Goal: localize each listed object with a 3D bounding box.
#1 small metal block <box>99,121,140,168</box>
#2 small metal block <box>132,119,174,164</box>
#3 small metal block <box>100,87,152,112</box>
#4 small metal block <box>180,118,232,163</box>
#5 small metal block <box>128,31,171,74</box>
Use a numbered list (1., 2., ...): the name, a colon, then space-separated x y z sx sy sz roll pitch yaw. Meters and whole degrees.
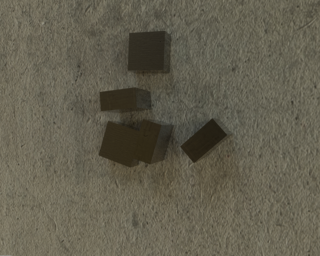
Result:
1. small metal block: -0.051 0.021 0.427 0.050 0.025 0.050 18 96 19
2. small metal block: -0.008 0.016 0.398 0.025 0.050 0.050 18 96 19
3. small metal block: -0.044 -0.036 0.411 0.050 0.050 0.025 -5 89 20
4. small metal block: 0.058 0.015 0.375 0.050 0.050 0.025 -43 77 15
5. small metal block: -0.014 -0.100 0.414 0.050 0.025 0.050 3 91 20
